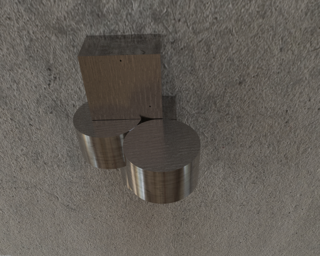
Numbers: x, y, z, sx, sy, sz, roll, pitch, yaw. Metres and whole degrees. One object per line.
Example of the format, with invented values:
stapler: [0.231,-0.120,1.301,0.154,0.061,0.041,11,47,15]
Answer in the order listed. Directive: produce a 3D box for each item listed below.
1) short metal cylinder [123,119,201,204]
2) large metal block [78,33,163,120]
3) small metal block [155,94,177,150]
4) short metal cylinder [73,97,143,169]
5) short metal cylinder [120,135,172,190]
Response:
short metal cylinder: [0.003,0.034,0.337,0.080,0.080,0.050,-2,130,1]
large metal block: [-0.039,-0.056,0.345,0.080,0.050,0.079,-2,130,1]
small metal block: [0.006,-0.008,0.389,0.025,0.050,0.050,1,130,-1]
short metal cylinder: [-0.059,0.003,0.376,0.080,0.080,0.050,-2,130,1]
short metal cylinder: [-0.013,0.041,0.408,0.081,0.080,0.050,0,130,0]
